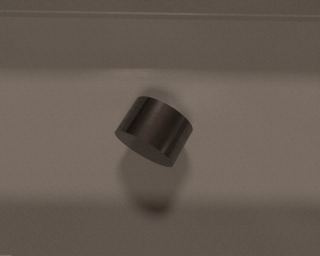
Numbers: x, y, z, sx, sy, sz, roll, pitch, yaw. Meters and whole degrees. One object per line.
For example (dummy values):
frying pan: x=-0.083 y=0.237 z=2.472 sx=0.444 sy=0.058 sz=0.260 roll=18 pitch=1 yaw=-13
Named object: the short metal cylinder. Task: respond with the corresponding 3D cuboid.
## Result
short metal cylinder: x=-0.007 y=0.005 z=0.378 sx=0.080 sy=0.080 sz=0.050 roll=28 pitch=72 yaw=9
